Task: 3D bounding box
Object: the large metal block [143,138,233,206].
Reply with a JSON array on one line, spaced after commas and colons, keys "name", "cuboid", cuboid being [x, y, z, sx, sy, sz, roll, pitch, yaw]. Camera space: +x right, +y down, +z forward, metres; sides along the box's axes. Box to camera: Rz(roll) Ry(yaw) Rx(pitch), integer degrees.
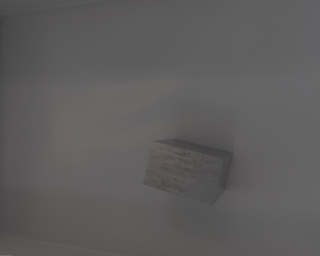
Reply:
[{"name": "large metal block", "cuboid": [0.037, 0.047, 0.369, 0.080, 0.080, 0.050, 13, 95, 19]}]
